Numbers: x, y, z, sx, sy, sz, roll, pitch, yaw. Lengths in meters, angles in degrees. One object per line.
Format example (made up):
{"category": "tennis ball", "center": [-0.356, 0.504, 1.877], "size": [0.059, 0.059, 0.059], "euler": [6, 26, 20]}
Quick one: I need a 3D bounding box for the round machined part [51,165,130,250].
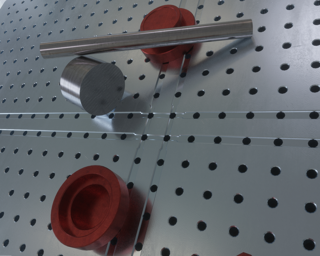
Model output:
{"category": "round machined part", "center": [-0.080, 0.098, 0.379], "size": [0.098, 0.042, 0.098], "euler": [-13, 56, 21]}

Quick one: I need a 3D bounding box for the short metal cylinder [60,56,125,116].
{"category": "short metal cylinder", "center": [-0.100, -0.064, 0.465], "size": [0.050, 0.080, 0.080], "euler": [26, 76, 37]}

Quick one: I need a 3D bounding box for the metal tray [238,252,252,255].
{"category": "metal tray", "center": [0.046, 0.181, 0.270], "size": [0.130, 0.030, 0.090], "euler": [-31, 52, 7]}

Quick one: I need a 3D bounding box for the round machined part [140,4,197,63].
{"category": "round machined part", "center": [0.008, -0.154, 0.488], "size": [0.098, 0.042, 0.098], "euler": [-13, 56, 21]}

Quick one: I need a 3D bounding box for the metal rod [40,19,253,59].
{"category": "metal rod", "center": [-0.023, -0.127, 0.445], "size": [0.302, 0.025, 0.025], "euler": [-4, 58, 6]}
